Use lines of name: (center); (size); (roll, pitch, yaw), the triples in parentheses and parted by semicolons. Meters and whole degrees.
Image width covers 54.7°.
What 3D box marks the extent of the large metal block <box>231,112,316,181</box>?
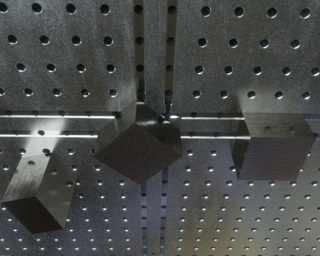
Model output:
large metal block: (0.149, 0.026, 0.420); (0.081, 0.050, 0.079); (1, 130, -2)

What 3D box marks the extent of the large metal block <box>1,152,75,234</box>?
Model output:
large metal block: (-0.173, 0.096, 0.454); (0.050, 0.080, 0.080); (-12, 129, 9)

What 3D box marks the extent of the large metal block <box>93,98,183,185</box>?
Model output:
large metal block: (-0.028, 0.020, 0.412); (0.080, 0.050, 0.080); (37, 121, -27)
